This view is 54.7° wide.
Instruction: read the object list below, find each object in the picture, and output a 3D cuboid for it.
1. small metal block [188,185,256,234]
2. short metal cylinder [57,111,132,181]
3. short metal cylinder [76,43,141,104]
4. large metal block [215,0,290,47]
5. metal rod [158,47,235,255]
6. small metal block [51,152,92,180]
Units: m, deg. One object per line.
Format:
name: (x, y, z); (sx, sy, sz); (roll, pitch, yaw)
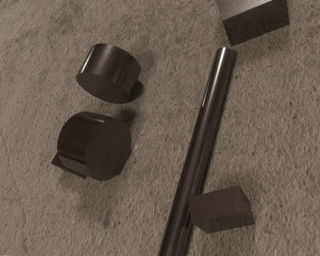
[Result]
small metal block: (0.061, 0.082, 0.305); (0.050, 0.050, 0.025); (-18, 55, 17)
short metal cylinder: (-0.082, 0.022, 0.396); (0.050, 0.080, 0.080); (14, 69, 33)
short metal cylinder: (-0.074, -0.077, 0.453); (0.080, 0.080, 0.050); (7, 66, 31)
large metal block: (0.123, -0.171, 0.428); (0.080, 0.050, 0.080); (-18, 55, 17)
metal rod: (0.044, 0.031, 0.360); (0.025, 0.025, 0.300); (5, 64, 30)
small metal block: (-0.118, 0.039, 0.440); (0.050, 0.025, 0.050); (14, 69, 33)
